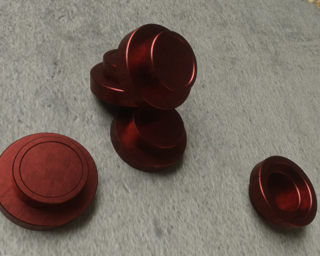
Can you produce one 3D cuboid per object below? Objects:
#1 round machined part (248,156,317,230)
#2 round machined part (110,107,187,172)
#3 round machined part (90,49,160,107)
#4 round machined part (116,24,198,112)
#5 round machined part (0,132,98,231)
[{"bbox_3d":[0.163,0.091,0.428,0.099,0.042,0.098,14,56,-21],"label":"round machined part"},{"bbox_3d":[-0.009,0.003,0.388,0.099,0.042,0.098,14,56,-21],"label":"round machined part"},{"bbox_3d":[-0.037,-0.069,0.389,0.099,0.042,0.098,6,33,-4],"label":"round machined part"},{"bbox_3d":[0.004,-0.068,0.344,0.099,0.042,0.097,8,79,-41],"label":"round machined part"},{"bbox_3d":[-0.109,0.047,0.306,0.099,0.042,0.098,14,56,-21],"label":"round machined part"}]
